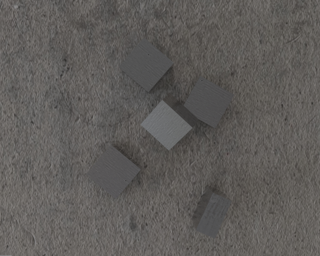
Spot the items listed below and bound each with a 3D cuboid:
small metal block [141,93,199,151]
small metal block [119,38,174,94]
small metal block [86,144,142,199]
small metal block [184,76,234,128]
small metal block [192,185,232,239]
[{"bbox_3d":[0.012,-0.008,0.398,0.050,0.025,0.050,43,125,0],"label":"small metal block"},{"bbox_3d":[-0.017,-0.081,0.410,0.050,0.025,0.050,41,90,0],"label":"small metal block"},{"bbox_3d":[-0.060,0.056,0.409,0.050,0.025,0.050,40,90,0],"label":"small metal block"},{"bbox_3d":[0.062,-0.033,0.410,0.050,0.025,0.050,29,90,0],"label":"small metal block"},{"bbox_3d":[0.065,0.106,0.398,0.025,0.050,0.050,24,90,0],"label":"small metal block"}]
